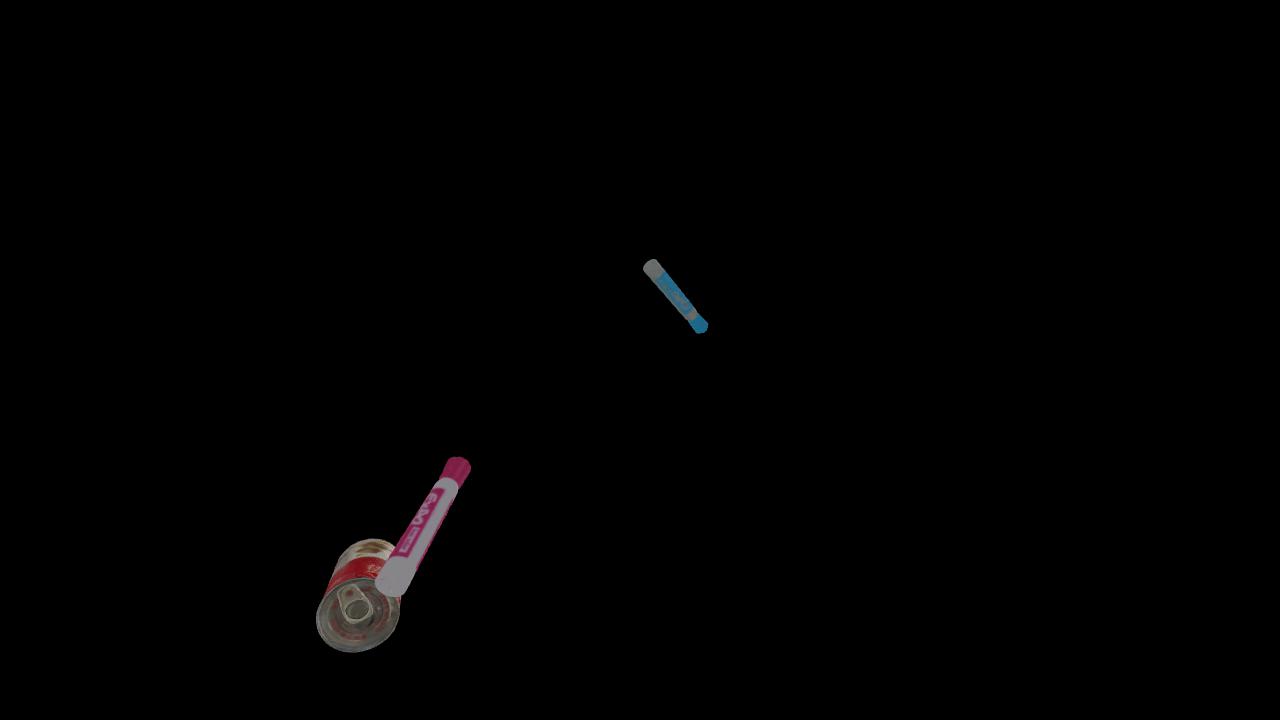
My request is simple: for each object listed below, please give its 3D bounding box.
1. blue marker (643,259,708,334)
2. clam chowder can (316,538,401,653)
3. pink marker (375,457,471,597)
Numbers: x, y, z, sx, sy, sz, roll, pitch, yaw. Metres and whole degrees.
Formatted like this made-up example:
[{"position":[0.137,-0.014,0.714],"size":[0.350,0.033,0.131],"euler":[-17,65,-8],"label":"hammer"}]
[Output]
[{"position":[0.044,-0.070,0.714],"size":[0.020,0.020,0.121],"euler":[0,-35,43],"label":"blue marker"},{"position":[-0.261,0.219,0.584],"size":[0.068,0.068,0.102],"euler":[0,5,-19],"label":"clam chowder can"},{"position":[-0.139,0.104,0.410],"size":[0.020,0.020,0.121],"euler":[0,27,6],"label":"pink marker"}]
